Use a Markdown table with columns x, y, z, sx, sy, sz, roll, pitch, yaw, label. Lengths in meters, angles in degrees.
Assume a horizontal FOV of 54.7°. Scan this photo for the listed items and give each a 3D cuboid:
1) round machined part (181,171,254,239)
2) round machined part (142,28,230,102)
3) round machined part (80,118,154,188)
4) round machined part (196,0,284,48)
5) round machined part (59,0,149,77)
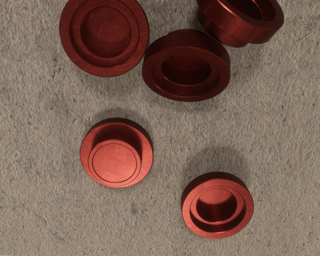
| x | y | z | sx | sy | sz | roll | pitch | yaw | label |
| --- | --- | --- | --- | --- | --- | --- | --- | --- | --- |
| 0.078 | 0.104 | 0.440 | 0.099 | 0.042 | 0.097 | 0 | 110 | -1 | round machined part |
| 0.031 | -0.074 | 0.356 | 0.099 | 0.042 | 0.098 | 5 | 151 | 3 | round machined part |
| -0.058 | 0.038 | 0.414 | 0.099 | 0.042 | 0.097 | 0 | 110 | -1 | round machined part |
| 0.080 | -0.126 | 0.334 | 0.098 | 0.098 | 0.042 | 26 | 140 | -10 | round machined part |
| -0.061 | -0.111 | 0.359 | 0.099 | 0.042 | 0.097 | 0 | 110 | -1 | round machined part |
